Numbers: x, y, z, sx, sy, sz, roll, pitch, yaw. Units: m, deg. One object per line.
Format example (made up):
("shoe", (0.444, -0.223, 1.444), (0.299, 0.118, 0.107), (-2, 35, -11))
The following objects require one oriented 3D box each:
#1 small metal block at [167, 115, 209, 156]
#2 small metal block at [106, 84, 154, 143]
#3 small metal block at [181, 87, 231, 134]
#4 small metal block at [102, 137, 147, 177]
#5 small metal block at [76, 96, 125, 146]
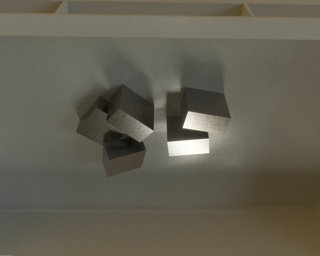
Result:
("small metal block", (0.035, 0.008, 0.400), (0.050, 0.050, 0.025), (-5, 130, 4))
("small metal block", (-0.034, -0.018, 0.377), (0.050, 0.050, 0.025), (34, 122, -26))
("small metal block", (0.054, -0.022, 0.375), (0.050, 0.050, 0.025), (9, 130, -8))
("small metal block", (-0.050, 0.038, 0.421), (0.050, 0.025, 0.050), (-14, 150, -21))
("small metal block", (-0.072, -0.006, 0.403), (0.050, 0.025, 0.050), (31, 123, -24))
